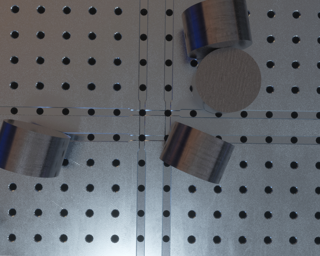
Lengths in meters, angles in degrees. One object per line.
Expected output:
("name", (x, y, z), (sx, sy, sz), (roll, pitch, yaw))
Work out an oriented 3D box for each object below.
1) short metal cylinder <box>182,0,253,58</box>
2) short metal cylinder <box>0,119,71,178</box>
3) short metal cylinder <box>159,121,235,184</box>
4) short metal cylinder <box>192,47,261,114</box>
("short metal cylinder", (0.071, -0.122, 0.387), (0.081, 0.080, 0.050), (-9, 90, 0))
("short metal cylinder", (-0.158, 0.025, 0.384), (0.080, 0.080, 0.050), (17, 90, -1))
("short metal cylinder", (0.046, 0.030, 0.387), (0.080, 0.080, 0.050), (23, 90, -1))
("short metal cylinder", (0.083, -0.059, 0.402), (0.081, 0.050, 0.079), (0, 90, -1))
